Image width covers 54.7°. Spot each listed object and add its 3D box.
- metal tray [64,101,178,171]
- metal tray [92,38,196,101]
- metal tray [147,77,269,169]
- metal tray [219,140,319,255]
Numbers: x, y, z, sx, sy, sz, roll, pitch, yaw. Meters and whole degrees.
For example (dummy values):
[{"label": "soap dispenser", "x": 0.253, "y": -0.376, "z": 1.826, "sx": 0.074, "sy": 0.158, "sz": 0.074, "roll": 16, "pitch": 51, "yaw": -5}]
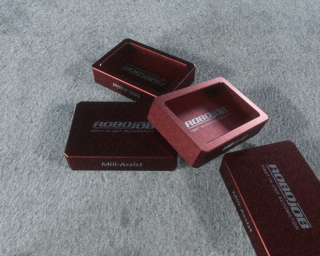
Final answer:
[{"label": "metal tray", "x": -0.045, "y": 0.008, "z": 0.392, "sx": 0.131, "sy": 0.030, "sz": 0.090, "roll": 0, "pitch": 50, "yaw": 0}, {"label": "metal tray", "x": -0.024, "y": -0.083, "z": 0.468, "sx": 0.130, "sy": 0.030, "sz": 0.090, "roll": 26, "pitch": 55, "yaw": 20}, {"label": "metal tray", "x": 0.061, "y": -0.013, "z": 0.383, "sx": 0.131, "sy": 0.030, "sz": 0.090, "roll": -22, "pitch": 59, "yaw": -38}, {"label": "metal tray", "x": 0.131, "y": 0.079, "z": 0.335, "sx": 0.091, "sy": 0.030, "sz": 0.130, "roll": -11, "pitch": 51, "yaw": -10}]
